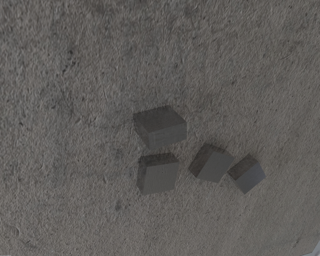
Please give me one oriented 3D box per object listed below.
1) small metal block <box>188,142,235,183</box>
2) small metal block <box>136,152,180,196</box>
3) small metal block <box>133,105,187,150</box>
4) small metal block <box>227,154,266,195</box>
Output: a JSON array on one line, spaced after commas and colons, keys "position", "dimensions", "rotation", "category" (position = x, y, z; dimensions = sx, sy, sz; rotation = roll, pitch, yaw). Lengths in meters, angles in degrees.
[{"position": [0.081, 0.055, 0.485], "dimensions": [0.050, 0.025, 0.050], "rotation": [19, 108, -36], "category": "small metal block"}, {"position": [-0.004, 0.066, 0.445], "dimensions": [0.050, 0.025, 0.050], "rotation": [-5, 121, -26], "category": "small metal block"}, {"position": [0.000, -0.002, 0.389], "dimensions": [0.050, 0.050, 0.025], "rotation": [-16, 125, -20], "category": "small metal block"}, {"position": [0.151, 0.081, 0.539], "dimensions": [0.050, 0.025, 0.050], "rotation": [-39, 130, -2], "category": "small metal block"}]
